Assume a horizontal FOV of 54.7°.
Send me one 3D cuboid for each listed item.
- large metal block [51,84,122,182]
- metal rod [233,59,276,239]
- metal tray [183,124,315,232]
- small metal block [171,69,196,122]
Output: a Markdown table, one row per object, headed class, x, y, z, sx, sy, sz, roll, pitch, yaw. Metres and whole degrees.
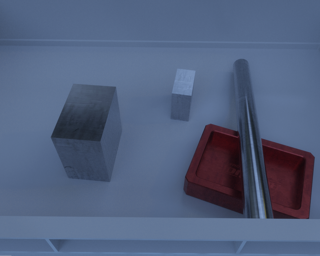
| class | x | y | z | sx | sy | sz | roll | pitch | yaw |
| --- | --- | --- | --- | --- | --- | --- | --- | --- | --- |
| large metal block | -0.080 | 0.006 | 0.363 | 0.050 | 0.080 | 0.080 | 5 | 50 | 3 |
| metal rod | 0.106 | -0.007 | 0.373 | 0.025 | 0.025 | 0.300 | 7 | 39 | 5 |
| metal tray | 0.103 | 0.052 | 0.358 | 0.130 | 0.030 | 0.090 | 17 | 52 | 13 |
| small metal block | 0.032 | -0.045 | 0.427 | 0.025 | 0.050 | 0.050 | 8 | 51 | 6 |
